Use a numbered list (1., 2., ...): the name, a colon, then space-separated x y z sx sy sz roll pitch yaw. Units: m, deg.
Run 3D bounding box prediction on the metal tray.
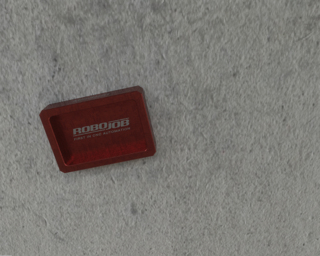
1. metal tray: -0.078 0.003 0.406 0.131 0.030 0.089 -12 110 3
